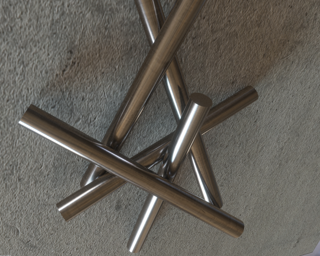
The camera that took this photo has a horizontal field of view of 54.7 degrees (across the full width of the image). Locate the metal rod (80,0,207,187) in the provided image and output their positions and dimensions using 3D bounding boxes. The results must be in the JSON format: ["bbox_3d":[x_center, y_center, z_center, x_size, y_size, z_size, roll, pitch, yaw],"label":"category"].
[{"bbox_3d":[-0.022,-0.037,0.336,0.025,0.025,0.298,12,123,-34],"label":"metal rod"}]

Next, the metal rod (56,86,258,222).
[{"bbox_3d":[0.010,0.024,0.403,0.302,0.025,0.025,-31,129,-18],"label":"metal rod"}]

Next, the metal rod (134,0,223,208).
[{"bbox_3d":[0.028,-0.020,0.370,0.025,0.025,0.299,-26,116,-12],"label":"metal rod"}]

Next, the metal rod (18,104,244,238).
[{"bbox_3d":[-0.017,0.061,0.366,0.301,0.025,0.025,32,101,-19],"label":"metal rod"}]

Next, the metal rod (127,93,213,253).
[{"bbox_3d":[0.001,0.081,0.414,0.025,0.025,0.298,-2,133,-27],"label":"metal rod"}]
